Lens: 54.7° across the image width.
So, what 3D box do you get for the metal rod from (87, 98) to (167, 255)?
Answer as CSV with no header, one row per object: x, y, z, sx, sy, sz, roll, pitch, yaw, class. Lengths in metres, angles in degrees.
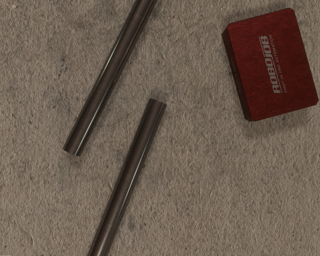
-0.057,0.104,0.409,0.025,0.025,0.299,22,90,-1,metal rod

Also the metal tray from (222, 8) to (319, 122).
0.144,-0.081,0.409,0.091,0.030,0.129,-15,90,-1,metal tray

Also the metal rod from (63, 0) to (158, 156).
-0.050,-0.102,0.409,0.025,0.025,0.299,26,90,-1,metal rod
